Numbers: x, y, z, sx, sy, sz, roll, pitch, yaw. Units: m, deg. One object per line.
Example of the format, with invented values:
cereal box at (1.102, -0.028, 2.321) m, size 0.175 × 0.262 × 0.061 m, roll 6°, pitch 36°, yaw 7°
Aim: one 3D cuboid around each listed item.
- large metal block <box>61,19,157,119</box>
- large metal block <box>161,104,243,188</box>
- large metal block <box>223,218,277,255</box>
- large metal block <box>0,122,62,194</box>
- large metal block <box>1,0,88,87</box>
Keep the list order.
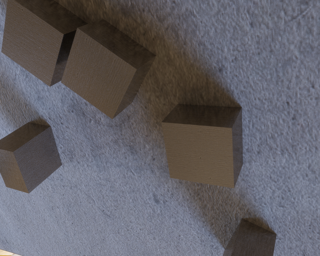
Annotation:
large metal block at (-0.064, -0.072, 0.378) m, size 0.080 × 0.050 × 0.079 m, roll 36°, pitch 129°, yaw 4°
large metal block at (0.054, 0.019, 0.373) m, size 0.080 × 0.050 × 0.079 m, roll 5°, pitch 121°, yaw 25°
large metal block at (0.115, 0.188, 0.426) m, size 0.050 × 0.080 × 0.079 m, roll 23°, pitch 127°, yaw 14°
large metal block at (-0.217, 0.047, 0.512) m, size 0.050 × 0.080 × 0.079 m, roll 9°, pitch 122°, yaw 23°
large metal block at (-0.147, -0.114, 0.396) m, size 0.080 × 0.050 × 0.079 m, roll 35°, pitch 129°, yaw 4°
